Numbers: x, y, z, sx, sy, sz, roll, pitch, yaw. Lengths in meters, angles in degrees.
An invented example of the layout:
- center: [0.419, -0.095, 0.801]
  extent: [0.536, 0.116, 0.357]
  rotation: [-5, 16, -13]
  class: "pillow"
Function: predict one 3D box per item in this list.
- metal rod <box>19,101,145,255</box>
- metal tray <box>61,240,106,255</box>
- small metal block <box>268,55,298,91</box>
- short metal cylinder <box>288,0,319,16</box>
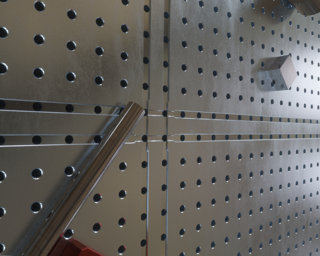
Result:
- center: [-0.102, 0.091, 0.324]
  extent: [0.025, 0.025, 0.300]
  rotation: [47, 62, -30]
  class: "metal rod"
- center: [-0.070, 0.196, 0.349]
  extent: [0.130, 0.030, 0.090]
  rotation: [45, 63, -31]
  class: "metal tray"
- center: [0.246, -0.110, 0.619]
  extent: [0.050, 0.025, 0.050]
  rotation: [-49, 119, -29]
  class: "small metal block"
- center: [0.309, -0.280, 0.635]
  extent: [0.050, 0.080, 0.080]
  rotation: [22, 76, -39]
  class: "short metal cylinder"
